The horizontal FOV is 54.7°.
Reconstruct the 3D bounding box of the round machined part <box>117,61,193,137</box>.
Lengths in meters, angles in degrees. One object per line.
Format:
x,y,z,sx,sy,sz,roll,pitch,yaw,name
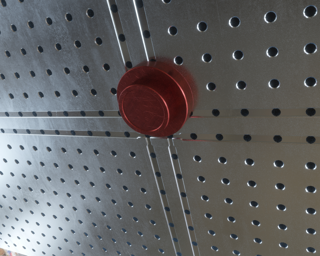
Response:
-0.012,-0.030,0.387,0.098,0.042,0.097,13,124,20,round machined part
